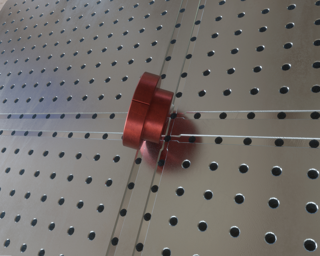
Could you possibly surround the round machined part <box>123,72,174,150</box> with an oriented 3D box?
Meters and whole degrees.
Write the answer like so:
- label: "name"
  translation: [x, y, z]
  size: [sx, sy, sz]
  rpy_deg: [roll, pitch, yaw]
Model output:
- label: "round machined part"
  translation: [-0.012, -0.018, 0.392]
  size: [0.042, 0.098, 0.098]
  rpy_deg: [17, 67, 2]
